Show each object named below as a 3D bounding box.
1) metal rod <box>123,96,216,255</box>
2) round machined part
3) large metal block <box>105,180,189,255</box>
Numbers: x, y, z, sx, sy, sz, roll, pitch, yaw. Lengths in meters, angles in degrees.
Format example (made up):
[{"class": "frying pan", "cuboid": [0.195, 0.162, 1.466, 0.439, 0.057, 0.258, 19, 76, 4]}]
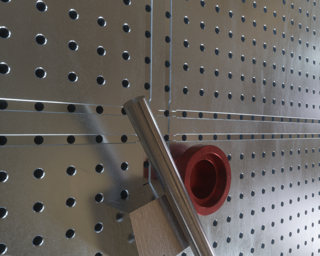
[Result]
[{"class": "metal rod", "cuboid": [0.030, 0.101, 0.369, 0.025, 0.025, 0.299, -37, 113, -34]}, {"class": "round machined part", "cuboid": [0.055, 0.072, 0.444, 0.099, 0.042, 0.097, 0, 90, -40]}, {"class": "large metal block", "cuboid": [-0.011, 0.120, 0.384, 0.081, 0.050, 0.079, -19, 103, -38]}]
